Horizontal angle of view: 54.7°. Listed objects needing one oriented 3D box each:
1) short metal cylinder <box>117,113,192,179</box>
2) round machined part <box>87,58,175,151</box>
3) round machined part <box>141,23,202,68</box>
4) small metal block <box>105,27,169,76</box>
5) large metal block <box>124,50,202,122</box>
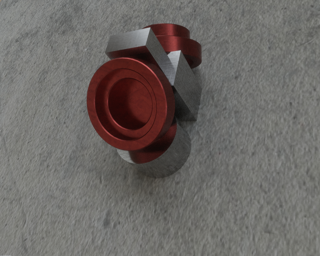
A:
[{"bbox_3d":[-0.007,0.017,0.383,0.080,0.050,0.080,-13,56,20],"label":"short metal cylinder"},{"bbox_3d":[-0.028,-0.027,0.339,0.098,0.042,0.097,6,103,26],"label":"round machined part"},{"bbox_3d":[0.006,-0.107,0.415,0.098,0.098,0.042,-2,86,27],"label":"round machined part"},{"bbox_3d":[-0.024,-0.081,0.347,0.050,0.050,0.025,-3,60,27],"label":"small metal block"},{"bbox_3d":[0.000,-0.049,0.398,0.080,0.080,0.050,-2,61,27],"label":"large metal block"}]
